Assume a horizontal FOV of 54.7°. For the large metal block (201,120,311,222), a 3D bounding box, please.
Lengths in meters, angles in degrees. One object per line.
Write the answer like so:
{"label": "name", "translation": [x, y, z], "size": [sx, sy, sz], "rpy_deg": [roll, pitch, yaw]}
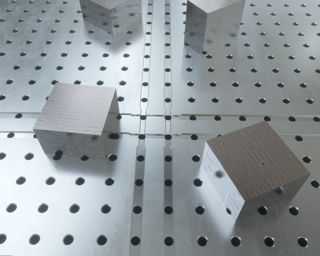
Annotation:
{"label": "large metal block", "translation": [0.104, 0.047, 0.353], "size": [0.081, 0.050, 0.080], "rpy_deg": [-18, 53, -15]}

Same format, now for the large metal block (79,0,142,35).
{"label": "large metal block", "translation": [-0.091, -0.229, 0.582], "size": [0.080, 0.050, 0.080], "rpy_deg": [32, 57, 23]}

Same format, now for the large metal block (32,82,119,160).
{"label": "large metal block", "translation": [-0.102, -0.010, 0.398], "size": [0.080, 0.050, 0.080], "rpy_deg": [6, 50, 4]}

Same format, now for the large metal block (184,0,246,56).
{"label": "large metal block", "translation": [0.091, -0.180, 0.525], "size": [0.081, 0.080, 0.050], "rpy_deg": [-28, 56, -22]}
